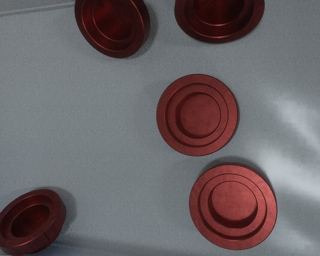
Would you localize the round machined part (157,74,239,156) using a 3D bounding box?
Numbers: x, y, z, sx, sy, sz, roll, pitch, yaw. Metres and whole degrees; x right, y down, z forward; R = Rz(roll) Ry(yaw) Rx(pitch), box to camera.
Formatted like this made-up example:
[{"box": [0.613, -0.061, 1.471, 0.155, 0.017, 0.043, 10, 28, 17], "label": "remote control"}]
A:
[{"box": [0.049, -0.015, 0.384, 0.098, 0.042, 0.097, 0, 90, 19], "label": "round machined part"}]

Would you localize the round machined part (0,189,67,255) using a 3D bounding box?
[{"box": [-0.181, 0.139, 0.444, 0.098, 0.098, 0.042, -2, 127, 19], "label": "round machined part"}]

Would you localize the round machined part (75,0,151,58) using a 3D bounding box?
[{"box": [-0.057, -0.144, 0.403, 0.098, 0.042, 0.097, 15, 136, 16], "label": "round machined part"}]

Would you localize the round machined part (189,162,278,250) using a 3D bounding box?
[{"box": [0.088, 0.089, 0.370, 0.098, 0.042, 0.097, 0, 90, 19], "label": "round machined part"}]

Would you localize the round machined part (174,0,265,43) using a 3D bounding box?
[{"box": [0.067, -0.147, 0.355, 0.098, 0.098, 0.042, -4, 61, 19], "label": "round machined part"}]
